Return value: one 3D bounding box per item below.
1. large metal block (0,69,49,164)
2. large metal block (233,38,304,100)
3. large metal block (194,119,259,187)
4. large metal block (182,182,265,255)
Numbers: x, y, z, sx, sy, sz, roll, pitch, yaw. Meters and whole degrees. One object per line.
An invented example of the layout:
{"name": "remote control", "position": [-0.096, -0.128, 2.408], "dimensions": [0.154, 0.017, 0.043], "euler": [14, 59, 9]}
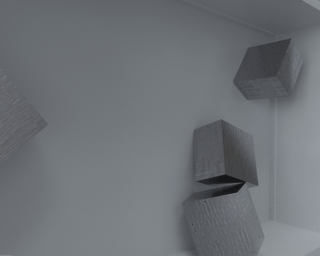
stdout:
{"name": "large metal block", "position": [-0.159, -0.008, 0.257], "dimensions": [0.080, 0.050, 0.080], "euler": [-48, 119, -29]}
{"name": "large metal block", "position": [0.183, -0.097, 0.523], "dimensions": [0.050, 0.080, 0.080], "euler": [42, 65, -32]}
{"name": "large metal block", "position": [0.097, 0.043, 0.457], "dimensions": [0.080, 0.050, 0.080], "euler": [23, 57, -38]}
{"name": "large metal block", "position": [0.087, 0.127, 0.425], "dimensions": [0.050, 0.080, 0.080], "euler": [-13, 85, -62]}
